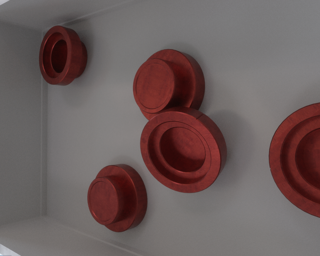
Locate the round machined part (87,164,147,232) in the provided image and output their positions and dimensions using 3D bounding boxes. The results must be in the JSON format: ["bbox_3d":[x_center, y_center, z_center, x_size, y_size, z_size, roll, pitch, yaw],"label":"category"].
[{"bbox_3d":[-0.069,0.103,0.453,0.098,0.042,0.097,0,90,40],"label":"round machined part"}]

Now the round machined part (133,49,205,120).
[{"bbox_3d":[0.004,-0.051,0.393,0.098,0.042,0.097,0,90,40],"label":"round machined part"}]

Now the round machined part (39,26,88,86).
[{"bbox_3d":[-0.162,-0.121,0.530,0.098,0.042,0.097,0,90,40],"label":"round machined part"}]

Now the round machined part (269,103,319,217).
[{"bbox_3d":[0.151,0.027,0.271,0.098,0.042,0.097,0,90,40],"label":"round machined part"}]

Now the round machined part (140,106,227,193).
[{"bbox_3d":[0.030,0.022,0.358,0.098,0.042,0.097,11,114,26],"label":"round machined part"}]
